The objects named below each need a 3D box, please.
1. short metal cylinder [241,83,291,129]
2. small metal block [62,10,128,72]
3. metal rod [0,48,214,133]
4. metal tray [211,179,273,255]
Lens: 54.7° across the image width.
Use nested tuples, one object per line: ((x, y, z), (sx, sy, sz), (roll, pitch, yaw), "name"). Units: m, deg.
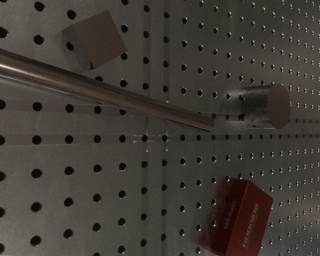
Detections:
((0.191, -0.038, 0.556), (0.081, 0.050, 0.079), (0, 90, -40), "short metal cylinder")
((-0.072, -0.098, 0.350), (0.050, 0.025, 0.050), (-39, 114, -33), "small metal block")
((-0.040, -0.033, 0.377), (0.302, 0.025, 0.025), (14, 81, -39), "metal rod")
((0.144, 0.164, 0.530), (0.090, 0.030, 0.130), (37, 67, -34), "metal tray")
